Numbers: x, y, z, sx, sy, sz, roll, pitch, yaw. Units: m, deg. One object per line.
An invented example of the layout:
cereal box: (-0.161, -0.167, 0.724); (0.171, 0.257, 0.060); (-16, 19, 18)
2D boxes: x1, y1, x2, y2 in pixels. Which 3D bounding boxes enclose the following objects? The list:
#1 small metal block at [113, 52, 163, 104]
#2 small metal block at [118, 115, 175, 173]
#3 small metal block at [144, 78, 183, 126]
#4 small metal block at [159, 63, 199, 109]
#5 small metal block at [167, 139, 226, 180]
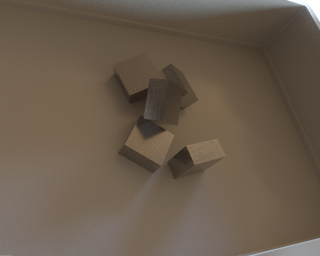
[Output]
small metal block: (-0.030, -0.069, 0.422); (0.050, 0.025, 0.050); (-25, 74, -14)
small metal block: (-0.016, 0.020, 0.386); (0.050, 0.025, 0.050); (32, 52, -8)
small metal block: (0.005, -0.032, 0.392); (0.050, 0.025, 0.050); (15, 82, -65)
small metal block: (0.026, -0.058, 0.441); (0.050, 0.025, 0.050); (63, 18, 16)
small metal block: (0.046, 0.039, 0.392); (0.050, 0.050, 0.025); (-10, 67, -33)
